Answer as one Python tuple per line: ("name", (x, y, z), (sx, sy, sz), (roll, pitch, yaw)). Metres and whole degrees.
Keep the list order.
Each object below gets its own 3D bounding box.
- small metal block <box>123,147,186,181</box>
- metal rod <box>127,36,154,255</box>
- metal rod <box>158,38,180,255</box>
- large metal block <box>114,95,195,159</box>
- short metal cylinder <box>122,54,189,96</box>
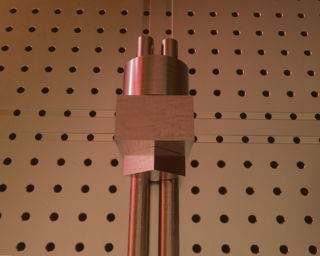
("small metal block", (-0.006, 0.043, 0.358), (0.050, 0.050, 0.025), (19, 63, -42))
("metal rod", (-0.023, 0.011, 0.409), (0.025, 0.025, 0.299), (1, 70, 0))
("metal rod", (0.012, 0.015, 0.408), (0.025, 0.025, 0.299), (1, 70, 0))
("large metal block", (-0.005, 0.002, 0.355), (0.081, 0.080, 0.050), (0, 70, 0))
("short metal cylinder", (-0.005, -0.046, 0.377), (0.081, 0.080, 0.050), (1, 70, 0))
